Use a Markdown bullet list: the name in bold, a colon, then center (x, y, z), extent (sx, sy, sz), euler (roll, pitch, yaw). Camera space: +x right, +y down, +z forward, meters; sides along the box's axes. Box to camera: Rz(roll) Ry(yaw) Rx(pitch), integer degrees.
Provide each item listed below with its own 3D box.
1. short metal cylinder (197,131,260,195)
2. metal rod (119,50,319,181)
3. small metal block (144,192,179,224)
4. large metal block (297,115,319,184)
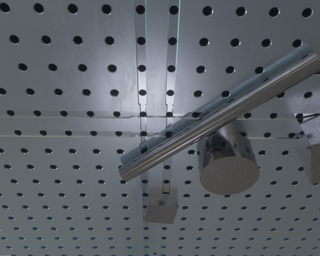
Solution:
- **short metal cylinder**: center (0.094, 0.050, 0.439), extent (0.081, 0.050, 0.079), euler (0, 130, 0)
- **metal rod**: center (0.062, -0.004, 0.409), extent (0.300, 0.025, 0.025), euler (-32, 123, 24)
- **small metal block**: center (0.002, 0.138, 0.529), extent (0.050, 0.025, 0.050), euler (7, 130, -6)
- **large metal block**: center (0.237, 0.025, 0.419), extent (0.080, 0.050, 0.080), euler (-14, 129, 11)
